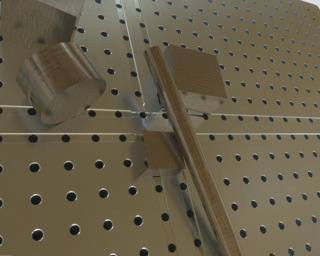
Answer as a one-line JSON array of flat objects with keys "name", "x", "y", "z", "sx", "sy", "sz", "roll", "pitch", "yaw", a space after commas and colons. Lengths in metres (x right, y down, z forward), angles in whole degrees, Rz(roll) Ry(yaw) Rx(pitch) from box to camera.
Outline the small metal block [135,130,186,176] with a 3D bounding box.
[{"name": "small metal block", "x": 0.000, "y": 0.032, "z": 0.388, "sx": 0.050, "sy": 0.025, "sz": 0.050, "roll": 4, "pitch": 60, "yaw": -26}]

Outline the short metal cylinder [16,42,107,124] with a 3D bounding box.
[{"name": "short metal cylinder", "x": -0.108, "y": -0.048, "z": 0.344, "sx": 0.081, "sy": 0.080, "sz": 0.050, "roll": -29, "pitch": 78, "yaw": -37}]

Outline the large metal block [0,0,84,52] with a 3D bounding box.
[{"name": "large metal block", "x": -0.144, "y": -0.139, "z": 0.380, "sx": 0.081, "sy": 0.080, "sz": 0.050, "roll": 19, "pitch": 55, "yaw": -17}]

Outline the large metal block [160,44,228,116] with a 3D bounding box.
[{"name": "large metal block", "x": 0.044, "y": -0.069, "z": 0.458, "sx": 0.081, "sy": 0.050, "sz": 0.080, "roll": 7, "pitch": 59, "yaw": -25}]

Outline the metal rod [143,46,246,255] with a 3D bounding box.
[{"name": "metal rod", "x": 0.043, "y": 0.036, "z": 0.381, "sx": 0.025, "sy": 0.025, "sz": 0.299, "roll": -14, "pitch": 78, "yaw": -34}]
